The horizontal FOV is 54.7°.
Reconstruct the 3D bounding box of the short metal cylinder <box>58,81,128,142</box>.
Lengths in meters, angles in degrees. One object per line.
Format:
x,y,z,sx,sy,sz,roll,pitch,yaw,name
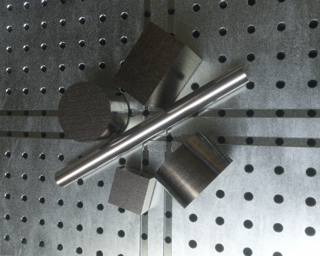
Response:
-0.091,-0.021,0.427,0.080,0.050,0.079,0,90,20,short metal cylinder

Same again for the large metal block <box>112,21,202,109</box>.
-0.001,-0.072,0.380,0.050,0.080,0.080,38,102,16,large metal block

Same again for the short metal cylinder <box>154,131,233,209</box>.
0.039,0.049,0.366,0.050,0.080,0.080,45,104,14,short metal cylinder

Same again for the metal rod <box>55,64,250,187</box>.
-0.023,0.005,0.417,0.300,0.025,0.025,-30,80,17,metal rod

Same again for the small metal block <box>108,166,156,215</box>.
-0.038,0.084,0.422,0.050,0.025,0.050,16,95,19,small metal block
